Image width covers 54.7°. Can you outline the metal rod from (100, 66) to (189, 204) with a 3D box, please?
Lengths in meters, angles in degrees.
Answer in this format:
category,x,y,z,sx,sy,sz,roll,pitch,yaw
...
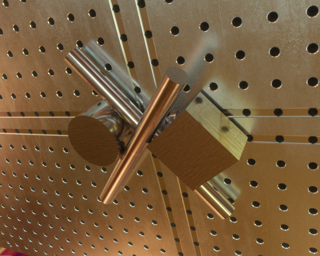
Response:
category,x,y,z,sx,sy,sz,roll,pitch,yaw
metal rod,-0.036,0.033,0.419,0.025,0.025,0.298,36,137,4

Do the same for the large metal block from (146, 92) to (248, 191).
category,x,y,z,sx,sy,sz,roll,pitch,yaw
large metal block,0.044,0.017,0.376,0.080,0.050,0.080,44,129,-2

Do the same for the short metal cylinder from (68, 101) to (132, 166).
category,x,y,z,sx,sy,sz,roll,pitch,yaw
short metal cylinder,-0.081,0.007,0.437,0.080,0.050,0.079,13,124,21

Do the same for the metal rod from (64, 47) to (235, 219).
category,x,y,z,sx,sy,sz,roll,pitch,yaw
metal rod,-0.011,0.010,0.417,0.300,0.025,0.025,45,129,-4
